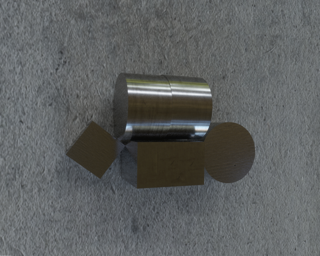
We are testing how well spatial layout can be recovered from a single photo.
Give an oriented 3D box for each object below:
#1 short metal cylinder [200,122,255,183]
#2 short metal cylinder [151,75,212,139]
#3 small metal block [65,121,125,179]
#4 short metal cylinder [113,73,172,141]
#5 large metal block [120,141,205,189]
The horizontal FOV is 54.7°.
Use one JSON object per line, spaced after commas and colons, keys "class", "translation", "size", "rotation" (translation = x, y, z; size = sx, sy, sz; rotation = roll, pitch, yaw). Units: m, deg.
{"class": "short metal cylinder", "translation": [0.082, 0.032, 0.427], "size": [0.081, 0.050, 0.079], "rotation": [0, 90, -20]}
{"class": "short metal cylinder", "translation": [0.024, -0.025, 0.390], "size": [0.050, 0.080, 0.079], "rotation": [1, 90, -20]}
{"class": "small metal block", "translation": [-0.080, 0.026, 0.381], "size": [0.050, 0.025, 0.050], "rotation": [40, 77, -16]}
{"class": "short metal cylinder", "translation": [-0.023, -0.025, 0.373], "size": [0.050, 0.080, 0.079], "rotation": [1, 90, -20]}
{"class": "large metal block", "translation": [0.000, 0.040, 0.382], "size": [0.081, 0.080, 0.050], "rotation": [1, 90, -20]}
